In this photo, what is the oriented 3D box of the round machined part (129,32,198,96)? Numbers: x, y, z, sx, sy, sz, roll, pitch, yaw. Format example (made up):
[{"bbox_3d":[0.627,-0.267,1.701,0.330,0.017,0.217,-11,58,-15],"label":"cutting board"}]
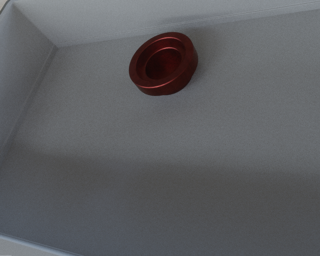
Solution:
[{"bbox_3d":[0.008,-0.086,0.444,0.098,0.042,0.098,-13,56,21],"label":"round machined part"}]
